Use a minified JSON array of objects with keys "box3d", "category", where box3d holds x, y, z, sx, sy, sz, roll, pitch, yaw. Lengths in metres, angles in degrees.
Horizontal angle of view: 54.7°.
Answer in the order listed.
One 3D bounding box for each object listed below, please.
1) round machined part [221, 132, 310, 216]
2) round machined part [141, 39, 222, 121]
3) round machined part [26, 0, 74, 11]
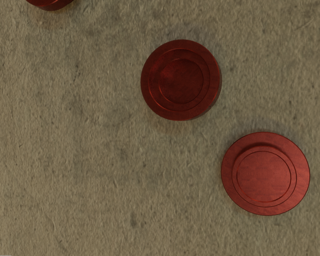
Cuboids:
[{"box3d":[0.120,0.053,0.358,0.098,0.042,0.097,0,90,19],"category":"round machined part"},{"box3d":[0.029,-0.057,0.389,0.098,0.042,0.097,0,90,19],"category":"round machined part"},{"box3d":[-0.155,-0.220,0.453,0.098,0.042,0.097,0,90,19],"category":"round machined part"}]
